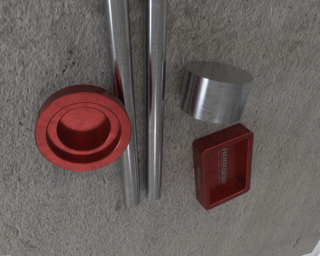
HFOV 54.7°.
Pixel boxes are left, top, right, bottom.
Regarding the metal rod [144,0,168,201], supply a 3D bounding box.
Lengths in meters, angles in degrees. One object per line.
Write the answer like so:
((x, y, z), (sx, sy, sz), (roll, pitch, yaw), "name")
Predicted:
((-0.007, -0.028, 0.385), (0.025, 0.025, 0.298), (-12, 124, -22), "metal rod")

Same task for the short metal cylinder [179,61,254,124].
((0.067, -0.046, 0.380), (0.081, 0.080, 0.050), (-6, 121, -26), "short metal cylinder")

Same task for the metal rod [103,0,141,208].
((-0.042, -0.020, 0.371), (0.025, 0.025, 0.298), (-14, 125, -21), "metal rod")

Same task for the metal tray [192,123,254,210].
((0.102, 0.064, 0.499), (0.091, 0.030, 0.129), (-20, 126, -17), "metal tray")

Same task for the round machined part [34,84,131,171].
((-0.084, -0.003, 0.341), (0.099, 0.042, 0.097), (-8, 122, -13), "round machined part")
